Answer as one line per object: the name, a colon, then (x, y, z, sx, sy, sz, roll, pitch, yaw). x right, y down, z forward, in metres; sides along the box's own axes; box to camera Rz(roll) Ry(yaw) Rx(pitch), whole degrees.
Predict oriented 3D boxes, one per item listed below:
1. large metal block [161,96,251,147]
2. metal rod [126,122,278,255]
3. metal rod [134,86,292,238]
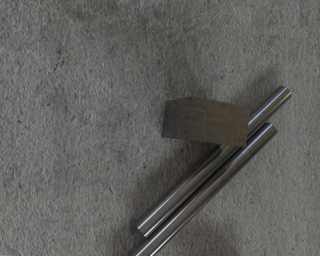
large metal block: (0.057, -0.007, 0.402, 0.081, 0.080, 0.050, 8, 87, -20)
metal rod: (0.058, 0.095, 0.432, 0.301, 0.025, 0.025, -40, 103, -16)
metal rod: (0.084, 0.039, 0.441, 0.301, 0.025, 0.025, -41, 103, -16)
